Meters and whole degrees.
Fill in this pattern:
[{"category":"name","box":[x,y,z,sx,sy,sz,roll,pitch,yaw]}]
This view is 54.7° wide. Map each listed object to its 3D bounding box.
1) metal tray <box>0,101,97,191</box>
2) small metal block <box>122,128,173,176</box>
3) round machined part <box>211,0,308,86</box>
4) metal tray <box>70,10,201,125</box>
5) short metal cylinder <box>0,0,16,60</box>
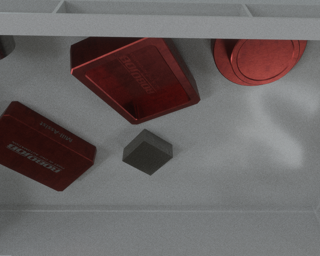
[{"category":"metal tray","box":[-0.167,0.031,0.430,0.130,0.030,0.090,35,122,-27]},{"category":"small metal block","box":[-0.017,0.035,0.439,0.050,0.025,0.050,32,123,-25]},{"category":"round machined part","box":[0.106,-0.085,0.327,0.099,0.042,0.097,-1,130,0]},{"category":"metal tray","box":[-0.019,-0.053,0.327,0.090,0.030,0.130,-19,152,16]},{"category":"short metal cylinder","box":[-0.185,-0.095,0.289,0.081,0.080,0.050,0,130,-1]}]
